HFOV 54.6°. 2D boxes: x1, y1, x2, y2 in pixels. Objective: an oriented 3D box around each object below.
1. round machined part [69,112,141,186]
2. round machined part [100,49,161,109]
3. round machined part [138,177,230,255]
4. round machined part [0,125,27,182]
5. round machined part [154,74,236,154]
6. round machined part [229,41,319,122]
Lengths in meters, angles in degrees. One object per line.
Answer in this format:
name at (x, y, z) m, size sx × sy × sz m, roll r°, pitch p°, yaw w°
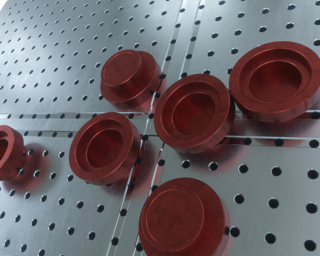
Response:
round machined part at (-0.069, 0.031, 0.416) m, size 0.098 × 0.042 × 0.098 m, roll -13°, pitch 56°, yaw 21°
round machined part at (-0.051, -0.081, 0.475) m, size 0.098 × 0.042 × 0.098 m, roll -13°, pitch 56°, yaw 21°
round machined part at (0.020, 0.098, 0.327) m, size 0.098 × 0.042 × 0.098 m, roll -13°, pitch 56°, yaw 21°
round machined part at (-0.261, 0.048, 0.507) m, size 0.098 × 0.042 × 0.098 m, roll -13°, pitch 56°, yaw 21°
round machined part at (0.045, -0.014, 0.379) m, size 0.098 × 0.042 × 0.098 m, roll -15°, pitch 58°, yaw 26°
round machined part at (0.133, -0.049, 0.357) m, size 0.098 × 0.042 × 0.098 m, roll -13°, pitch 56°, yaw 20°
